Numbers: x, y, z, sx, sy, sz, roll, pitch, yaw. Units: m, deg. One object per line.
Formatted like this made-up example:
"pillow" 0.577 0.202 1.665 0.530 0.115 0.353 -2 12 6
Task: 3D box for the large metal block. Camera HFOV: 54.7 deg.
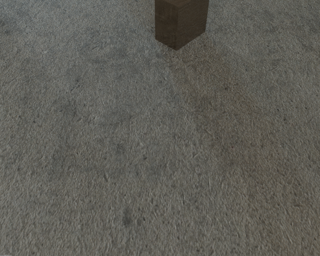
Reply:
"large metal block" 0.037 -0.193 0.530 0.050 0.080 0.080 36 58 26
